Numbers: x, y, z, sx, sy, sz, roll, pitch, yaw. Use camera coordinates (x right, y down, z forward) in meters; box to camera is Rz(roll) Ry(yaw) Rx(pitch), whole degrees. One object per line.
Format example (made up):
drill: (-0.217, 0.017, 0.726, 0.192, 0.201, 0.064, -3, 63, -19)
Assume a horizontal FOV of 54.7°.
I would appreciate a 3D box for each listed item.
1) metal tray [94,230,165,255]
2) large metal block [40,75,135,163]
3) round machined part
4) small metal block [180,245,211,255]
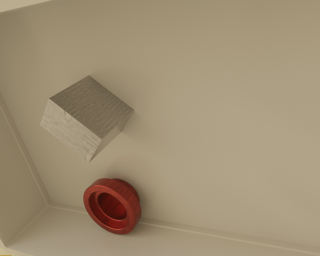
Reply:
metal tray: (-0.053, 0.246, 0.586, 0.130, 0.030, 0.089, 0, 119, 27)
large metal block: (-0.095, -0.014, 0.412, 0.080, 0.080, 0.050, 38, 129, 2)
round machined part: (-0.073, 0.122, 0.508, 0.098, 0.042, 0.097, 13, 122, 22)
small metal block: (0.065, 0.230, 0.518, 0.050, 0.025, 0.050, 44, 129, -3)
